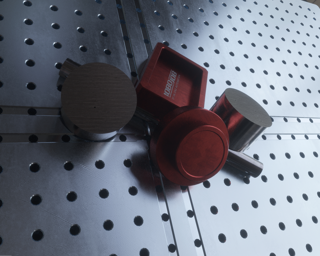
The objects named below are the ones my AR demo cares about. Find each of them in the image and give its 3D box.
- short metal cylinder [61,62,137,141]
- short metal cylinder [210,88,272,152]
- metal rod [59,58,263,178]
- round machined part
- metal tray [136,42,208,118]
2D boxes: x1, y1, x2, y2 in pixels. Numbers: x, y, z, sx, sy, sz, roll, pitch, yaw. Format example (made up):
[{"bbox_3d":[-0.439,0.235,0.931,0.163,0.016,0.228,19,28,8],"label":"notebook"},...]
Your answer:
[{"bbox_3d":[-0.072,-0.028,0.355,0.081,0.050,0.080,4,77,-18],"label":"short metal cylinder"},{"bbox_3d":[0.111,-0.012,0.444,0.080,0.050,0.080,24,33,-17],"label":"short metal cylinder"},{"bbox_3d":[0.009,-0.008,0.418,0.301,0.025,0.025,28,52,-11],"label":"metal rod"},{"bbox_3d":[0.041,0.025,0.369,0.099,0.042,0.097,-6,106,-21],"label":"round machined part"},{"bbox_3d":[0.018,-0.061,0.433,0.090,0.030,0.130,28,39,-10],"label":"metal tray"}]
